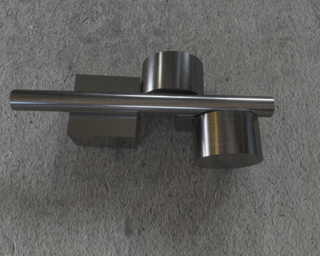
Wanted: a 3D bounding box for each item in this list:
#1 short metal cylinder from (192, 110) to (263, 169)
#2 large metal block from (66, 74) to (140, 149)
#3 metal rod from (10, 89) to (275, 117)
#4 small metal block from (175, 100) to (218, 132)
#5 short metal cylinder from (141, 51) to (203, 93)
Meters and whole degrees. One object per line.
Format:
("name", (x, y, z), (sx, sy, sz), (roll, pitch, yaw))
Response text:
("short metal cylinder", (0.080, 0.017, 0.374), (0.081, 0.080, 0.050), (0, 70, -1))
("large metal block", (-0.067, -0.020, 0.399), (0.081, 0.050, 0.080), (3, 70, 1))
("metal rod", (-0.019, -0.029, 0.365), (0.302, 0.025, 0.025), (1, 70, -1))
("small metal block", (0.046, -0.015, 0.401), (0.050, 0.050, 0.025), (1, 70, 0))
("short metal cylinder", (0.016, -0.056, 0.402), (0.081, 0.080, 0.050), (2, 70, 0))
